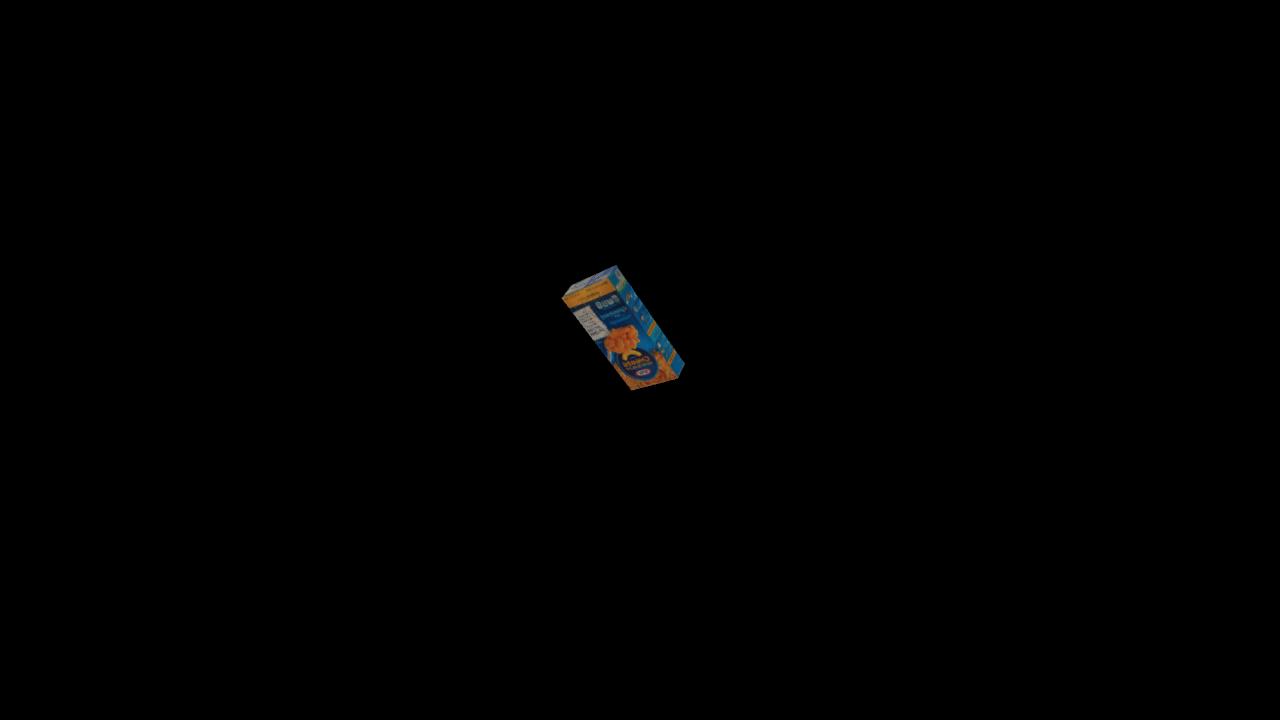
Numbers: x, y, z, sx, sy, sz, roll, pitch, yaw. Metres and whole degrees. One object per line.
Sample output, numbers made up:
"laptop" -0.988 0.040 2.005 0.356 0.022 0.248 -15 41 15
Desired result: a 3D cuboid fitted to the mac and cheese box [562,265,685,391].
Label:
"mac and cheese box" -0.023 -0.041 0.885 0.093 0.184 0.041 -18 29 36
